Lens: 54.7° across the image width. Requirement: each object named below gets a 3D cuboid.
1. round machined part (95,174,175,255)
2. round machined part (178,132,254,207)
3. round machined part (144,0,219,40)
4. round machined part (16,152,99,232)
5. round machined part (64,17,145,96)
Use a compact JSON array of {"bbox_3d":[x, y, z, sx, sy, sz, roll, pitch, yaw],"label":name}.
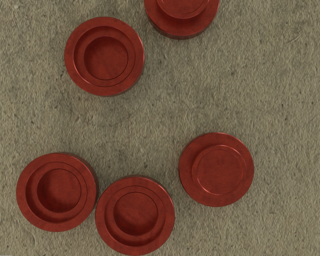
[{"bbox_3d":[-0.031,0.109,0.401,0.099,0.042,0.097,0,90,0],"label":"round machined part"},{"bbox_3d":[0.074,0.054,0.402,0.099,0.042,0.097,0,90,0],"label":"round machined part"},{"bbox_3d":[0.028,-0.169,0.401,0.099,0.042,0.097,0,90,0],"label":"round machined part"},{"bbox_3d":[-0.127,0.079,0.400,0.099,0.042,0.097,0,90,0],"label":"round machined part"},{"bbox_3d":[-0.068,-0.088,0.401,0.099,0.042,0.097,0,90,0],"label":"round machined part"}]
